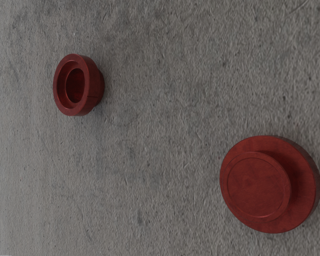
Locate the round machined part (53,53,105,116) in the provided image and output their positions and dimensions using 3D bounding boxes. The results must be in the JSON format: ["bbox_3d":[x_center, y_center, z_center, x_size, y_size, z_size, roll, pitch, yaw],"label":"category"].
[{"bbox_3d":[-0.127,-0.067,0.499,0.098,0.042,0.097,0,90,40],"label":"round machined part"}]

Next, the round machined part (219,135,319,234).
[{"bbox_3d":[0.102,0.056,0.309,0.098,0.042,0.097,0,90,40],"label":"round machined part"}]
